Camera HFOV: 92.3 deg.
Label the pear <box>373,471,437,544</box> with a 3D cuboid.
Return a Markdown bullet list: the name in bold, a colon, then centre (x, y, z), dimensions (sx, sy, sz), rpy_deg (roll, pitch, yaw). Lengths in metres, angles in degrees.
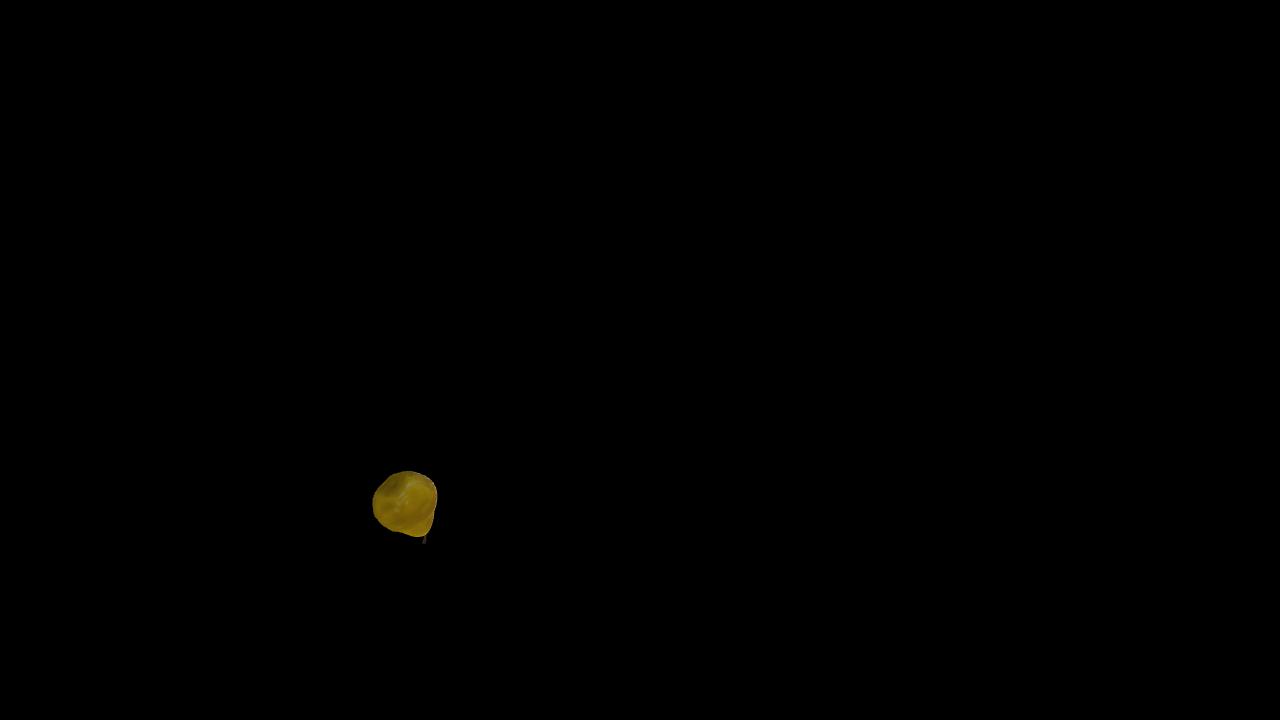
- **pear**: centre (-0.297, 0.200, 0.815), dimensions (0.080, 0.111, 0.080), rpy_deg (-15, 39, 12)
